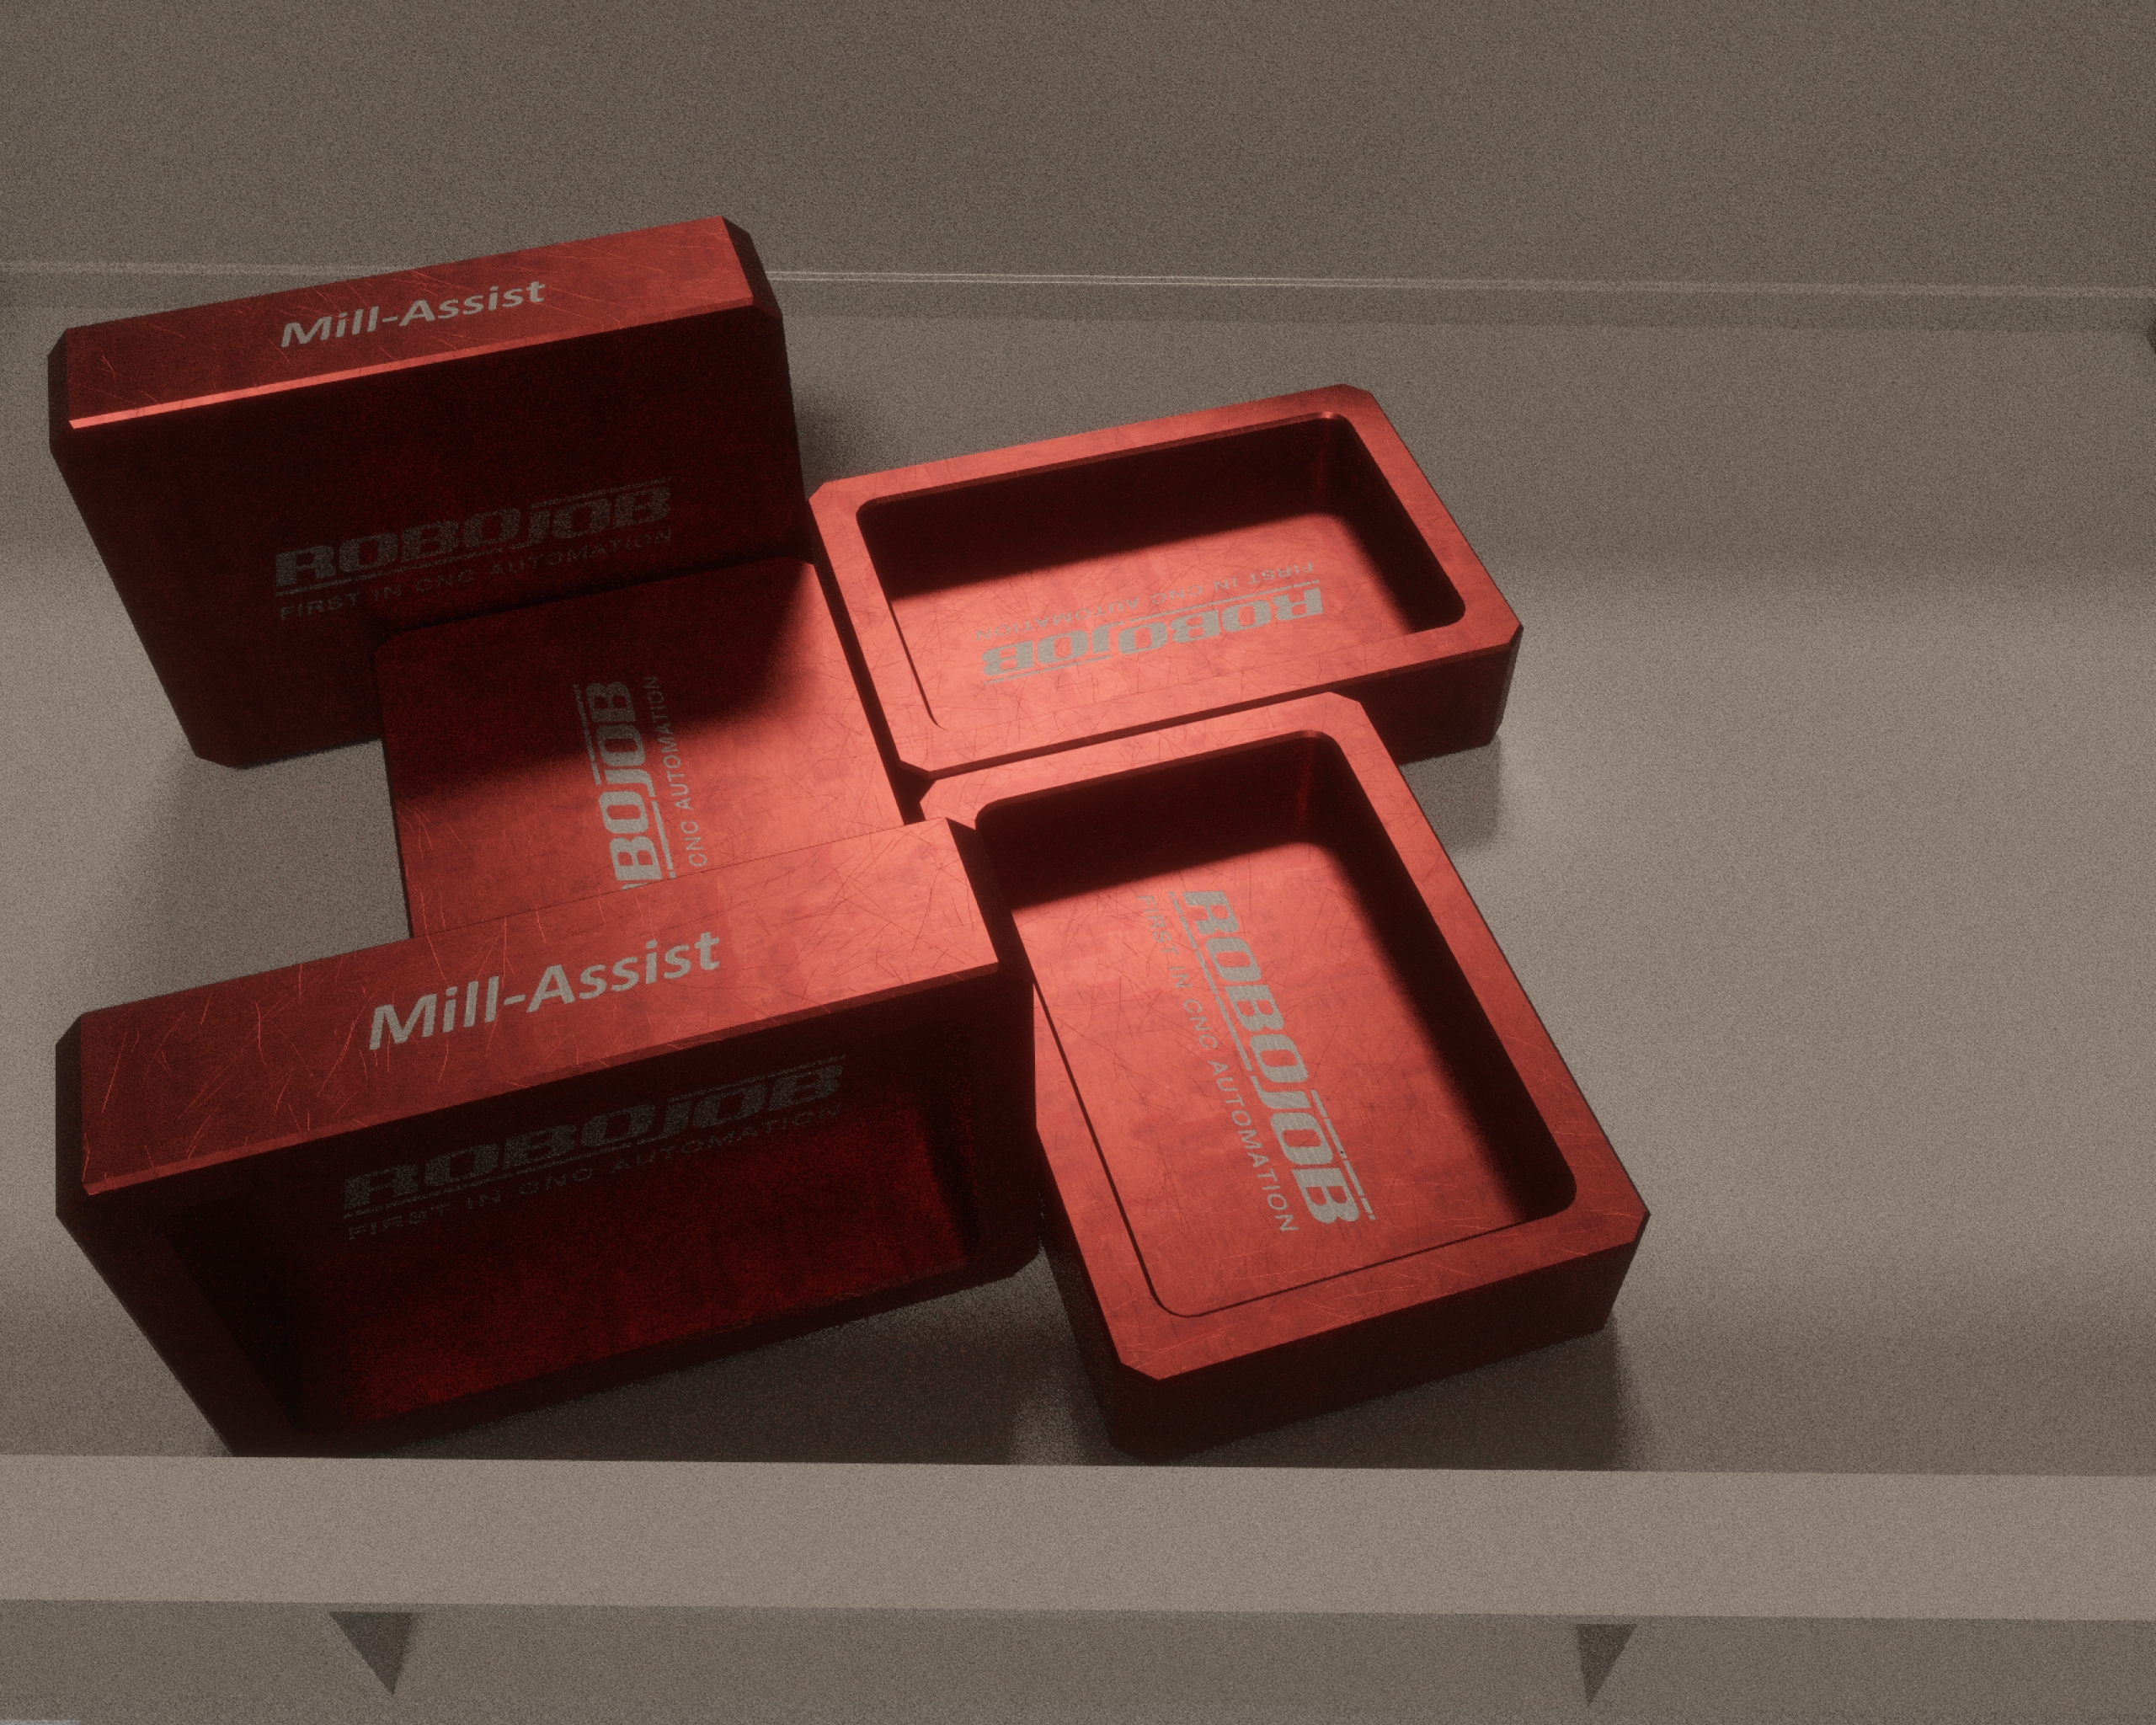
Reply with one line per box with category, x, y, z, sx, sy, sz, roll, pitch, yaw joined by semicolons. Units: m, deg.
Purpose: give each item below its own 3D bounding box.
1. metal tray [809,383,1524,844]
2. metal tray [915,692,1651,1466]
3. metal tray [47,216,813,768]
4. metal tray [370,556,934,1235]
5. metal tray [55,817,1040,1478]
metal tray;0.016;-0.053;0.445;0.131;0.030;0.090;-13;51;-12
metal tray;0.031;0.032;0.373;0.091;0.030;0.130;-13;51;-12
metal tray;-0.122;-0.073;0.418;0.131;0.089;0.030;-14;52;-12
metal tray;-0.079;0.002;0.396;0.091;0.030;0.130;-13;51;-12
metal tray;-0.073;0.046;0.320;0.131;0.089;0.030;-13;52;-12
